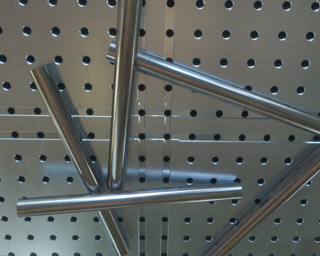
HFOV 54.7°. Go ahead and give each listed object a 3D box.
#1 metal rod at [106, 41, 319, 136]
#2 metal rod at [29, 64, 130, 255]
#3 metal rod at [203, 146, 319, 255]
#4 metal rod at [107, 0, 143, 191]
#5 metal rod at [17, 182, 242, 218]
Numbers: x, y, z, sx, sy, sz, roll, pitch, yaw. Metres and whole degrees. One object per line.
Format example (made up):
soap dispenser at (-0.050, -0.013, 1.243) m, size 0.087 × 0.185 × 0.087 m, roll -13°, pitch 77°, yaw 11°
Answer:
metal rod at (0.081, -0.047, 0.397) m, size 0.302 × 0.025 × 0.025 m, roll 18°, pitch 109°, yaw -7°
metal rod at (-0.104, 0.058, 0.433) m, size 0.025 × 0.025 × 0.298 m, roll -17°, pitch 110°, yaw 6°
metal rod at (0.162, 0.114, 0.457) m, size 0.025 × 0.025 × 0.299 m, roll 37°, pitch 106°, yaw -13°
metal rod at (-0.044, -0.046, 0.373) m, size 0.025 × 0.025 × 0.298 m, roll 7°, pitch 118°, yaw -3°
metal rod at (-0.035, 0.098, 0.428) m, size 0.302 × 0.025 × 0.025 m, roll -3°, pitch 110°, yaw -8°
